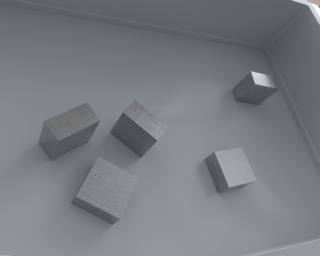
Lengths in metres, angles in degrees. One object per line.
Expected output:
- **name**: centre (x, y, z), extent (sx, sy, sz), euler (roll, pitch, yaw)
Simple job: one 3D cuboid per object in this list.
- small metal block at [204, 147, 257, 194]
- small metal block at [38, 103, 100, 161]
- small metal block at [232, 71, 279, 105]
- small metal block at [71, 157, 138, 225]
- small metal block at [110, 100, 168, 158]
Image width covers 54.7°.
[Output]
- **small metal block**: centre (0.096, 0.057, 0.422), extent (0.050, 0.025, 0.050), euler (-6, 65, -31)
- **small metal block**: centre (-0.098, 0.004, 0.334), extent (0.050, 0.050, 0.025), euler (-31, 79, -38)
- **small metal block**: centre (0.158, -0.065, 0.514), extent (0.050, 0.050, 0.025), euler (6, 59, -25)
- **small metal block**: centre (-0.058, 0.067, 0.333), extent (0.050, 0.025, 0.050), euler (30, 52, -9)
- **small metal block**: centre (-0.026, 0.002, 0.374), extent (0.050, 0.050, 0.025), euler (40, 51, -2)
